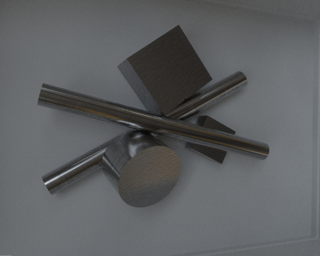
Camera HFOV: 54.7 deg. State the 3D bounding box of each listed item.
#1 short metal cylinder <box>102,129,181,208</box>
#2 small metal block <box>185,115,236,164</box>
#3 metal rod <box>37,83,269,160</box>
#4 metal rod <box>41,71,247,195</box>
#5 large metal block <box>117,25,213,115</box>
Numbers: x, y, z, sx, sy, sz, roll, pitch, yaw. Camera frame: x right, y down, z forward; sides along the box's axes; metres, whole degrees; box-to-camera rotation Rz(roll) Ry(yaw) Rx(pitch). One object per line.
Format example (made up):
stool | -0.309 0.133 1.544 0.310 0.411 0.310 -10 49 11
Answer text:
short metal cylinder | -0.023 0.047 0.373 0.081 0.050 0.079 -14 119 -27
small metal block | 0.071 0.016 0.435 0.050 0.025 0.050 28 81 -18
metal rod | 0.008 -0.002 0.386 0.302 0.025 0.025 14 85 -20
metal rod | -0.006 -0.002 0.407 0.302 0.025 0.025 -29 100 -18
large metal block | 0.006 -0.071 0.398 0.080 0.050 0.080 -38 103 -16
